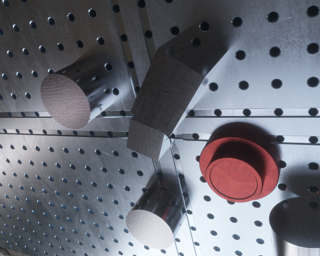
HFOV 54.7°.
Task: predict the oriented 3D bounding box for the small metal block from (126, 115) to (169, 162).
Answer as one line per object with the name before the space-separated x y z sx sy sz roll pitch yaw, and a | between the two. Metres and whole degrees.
small metal block | -0.015 0.011 0.426 0.050 0.025 0.050 23 127 14

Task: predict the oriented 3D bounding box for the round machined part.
round machined part | 0.095 0.053 0.383 0.098 0.042 0.097 13 124 20

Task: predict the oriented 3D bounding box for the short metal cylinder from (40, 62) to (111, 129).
short metal cylinder | -0.115 -0.045 0.428 0.080 0.050 0.079 13 124 21

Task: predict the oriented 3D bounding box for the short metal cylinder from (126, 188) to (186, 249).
short metal cylinder | -0.006 0.142 0.486 0.080 0.050 0.079 13 124 21

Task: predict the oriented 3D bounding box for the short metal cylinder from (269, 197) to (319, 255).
short metal cylinder | 0.172 0.127 0.363 0.080 0.080 0.050 0 119 28

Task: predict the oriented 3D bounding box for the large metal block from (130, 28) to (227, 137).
large metal block | 0.021 -0.051 0.333 0.050 0.080 0.079 33 129 6
